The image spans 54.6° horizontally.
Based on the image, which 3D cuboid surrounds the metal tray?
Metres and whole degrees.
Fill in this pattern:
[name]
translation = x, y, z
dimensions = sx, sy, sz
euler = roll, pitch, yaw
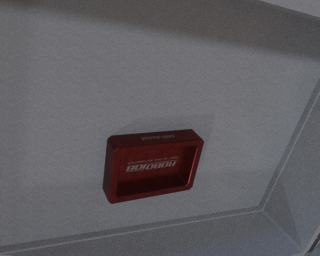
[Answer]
[metal tray]
translation = -0.009, 0.052, 0.431
dimensions = 0.131, 0.030, 0.089
euler = -4, 120, -26
